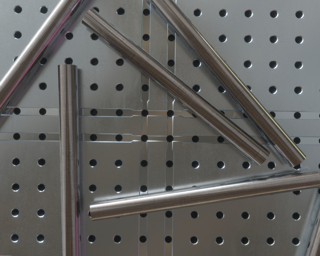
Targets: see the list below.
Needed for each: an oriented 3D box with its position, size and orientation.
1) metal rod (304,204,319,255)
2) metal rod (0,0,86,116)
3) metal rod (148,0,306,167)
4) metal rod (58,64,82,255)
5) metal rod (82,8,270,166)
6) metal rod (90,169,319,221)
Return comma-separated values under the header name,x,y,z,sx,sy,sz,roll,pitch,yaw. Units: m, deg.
name,x,y,z,sx,sy,sz,roll,pitch,yaw
metal rod,0.201,0.191,0.414,0.025,0.025,0.299,17,90,0
metal rod,-0.165,-0.103,0.412,0.025,0.025,0.300,37,90,0
metal rod,0.087,-0.070,0.413,0.025,0.025,0.300,-41,90,0
metal rod,-0.120,0.067,0.412,0.025,0.025,0.298,-1,90,0
metal rod,0.021,-0.054,0.413,0.300,0.025,0.025,39,90,0
metal rod,0.059,0.089,0.413,0.302,0.025,0.025,-8,90,0
